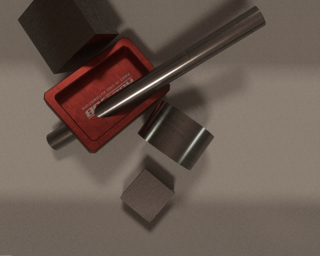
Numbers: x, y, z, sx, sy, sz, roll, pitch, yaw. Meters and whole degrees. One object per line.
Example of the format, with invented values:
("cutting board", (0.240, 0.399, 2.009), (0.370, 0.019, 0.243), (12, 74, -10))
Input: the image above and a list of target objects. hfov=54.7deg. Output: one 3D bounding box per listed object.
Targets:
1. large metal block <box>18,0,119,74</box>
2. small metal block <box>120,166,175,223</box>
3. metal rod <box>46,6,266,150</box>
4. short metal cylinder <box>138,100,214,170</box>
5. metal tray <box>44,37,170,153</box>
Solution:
("large metal block", (-0.112, -0.125, 0.381), (0.080, 0.050, 0.080), (-33, 91, 28))
("small metal block", (-0.016, 0.088, 0.411), (0.050, 0.025, 0.050), (40, 90, -1))
("metal rod", (-0.014, -0.055, 0.382), (0.300, 0.025, 0.025), (-30, 91, 11))
("short metal cylinder", (0.020, 0.009, 0.384), (0.080, 0.080, 0.050), (35, 90, -1))
("metal tray", (-0.064, -0.042, 0.390), (0.130, 0.030, 0.090), (-41, 90, -17))
